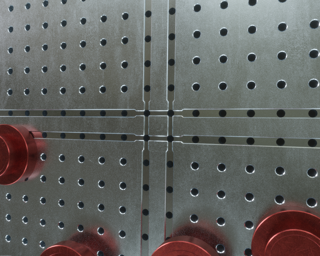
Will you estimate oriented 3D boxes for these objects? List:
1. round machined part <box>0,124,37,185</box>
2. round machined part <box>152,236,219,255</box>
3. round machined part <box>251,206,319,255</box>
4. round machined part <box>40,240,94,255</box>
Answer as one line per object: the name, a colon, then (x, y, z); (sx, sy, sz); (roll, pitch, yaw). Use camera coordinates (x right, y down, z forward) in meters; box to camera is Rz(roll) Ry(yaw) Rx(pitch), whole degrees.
round machined part: (-0.249, 0.043, 0.493); (0.098, 0.042, 0.097); (0, 90, 20)
round machined part: (0.035, 0.185, 0.391); (0.098, 0.042, 0.097); (0, 90, 20)
round machined part: (0.154, 0.142, 0.349); (0.098, 0.042, 0.097); (0, 90, 20)
round machined part: (-0.128, 0.212, 0.449); (0.098, 0.042, 0.097); (0, 90, 20)
